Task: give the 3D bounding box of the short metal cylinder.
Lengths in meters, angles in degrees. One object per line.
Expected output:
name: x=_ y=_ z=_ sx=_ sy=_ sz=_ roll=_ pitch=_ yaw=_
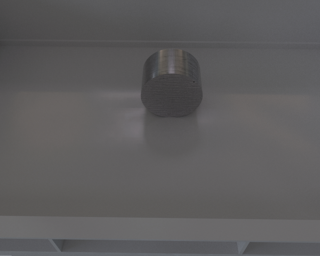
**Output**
short metal cylinder: x=0.016 y=-0.059 z=0.420 sx=0.080 sy=0.080 sz=0.050 roll=1 pitch=50 yaw=1
